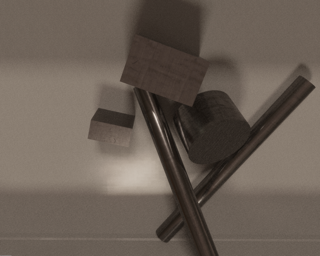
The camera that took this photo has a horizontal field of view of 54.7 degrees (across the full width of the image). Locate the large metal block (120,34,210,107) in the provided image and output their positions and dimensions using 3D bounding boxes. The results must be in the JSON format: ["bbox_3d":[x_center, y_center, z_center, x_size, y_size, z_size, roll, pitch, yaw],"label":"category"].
[{"bbox_3d":[0.004,-0.069,0.355,0.080,0.080,0.050,19,106,-7],"label":"large metal block"}]

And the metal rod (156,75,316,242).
[{"bbox_3d":[0.095,0.052,0.432,0.025,0.025,0.299,36,106,-13],"label":"metal rod"}]

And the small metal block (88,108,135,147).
[{"bbox_3d":[-0.060,-0.002,0.397,0.050,0.050,0.025,12,110,-5],"label":"small metal block"}]

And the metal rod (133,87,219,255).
[{"bbox_3d":[0.031,0.085,0.378,0.025,0.025,0.299,-22,84,7],"label":"metal rod"}]

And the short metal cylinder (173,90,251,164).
[{"bbox_3d":[0.062,0.000,0.379,0.081,0.050,0.080,-15,142,-12],"label":"short metal cylinder"}]
